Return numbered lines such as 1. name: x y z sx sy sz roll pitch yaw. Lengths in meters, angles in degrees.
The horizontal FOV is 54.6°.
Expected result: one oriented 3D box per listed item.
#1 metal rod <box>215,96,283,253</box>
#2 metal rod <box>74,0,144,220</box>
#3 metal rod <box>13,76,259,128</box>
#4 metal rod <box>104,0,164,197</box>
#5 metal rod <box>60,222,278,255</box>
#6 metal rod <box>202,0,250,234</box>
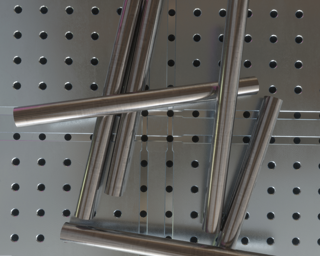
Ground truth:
1. metal rod: 0.105 0.103 0.414 0.025 0.025 0.299 18 90 0
2. metal rod: -0.068 -0.028 0.412 0.025 0.025 0.299 13 90 0
3. metal rod: -0.021 -0.034 0.389 0.302 0.025 0.025 -9 90 -10
4. metal rod: -0.031 -0.059 0.413 0.025 0.025 0.299 12 90 0
5. metal rod: 0.021 0.156 0.395 0.301 0.025 0.025 7 90 7
6. metal rod: 0.080 -0.011 0.387 0.025 0.025 0.298 5 100 0
